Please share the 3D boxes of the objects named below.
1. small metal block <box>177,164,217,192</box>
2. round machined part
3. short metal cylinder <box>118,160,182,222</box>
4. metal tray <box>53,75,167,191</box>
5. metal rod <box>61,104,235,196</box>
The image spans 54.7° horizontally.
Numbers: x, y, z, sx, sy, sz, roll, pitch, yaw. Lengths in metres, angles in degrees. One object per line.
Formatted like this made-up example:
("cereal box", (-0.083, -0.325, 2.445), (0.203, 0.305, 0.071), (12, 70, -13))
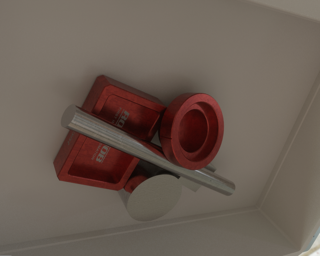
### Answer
("small metal block", (0.051, 0.065, 0.476), (0.050, 0.025, 0.050), (-49, 129, 6))
("round machined part", (0.036, 0.003, 0.403), (0.099, 0.042, 0.097), (-7, 101, -41))
("short metal cylinder", (-0.017, 0.083, 0.433), (0.081, 0.050, 0.079), (-14, 125, -21))
("metal tray", (-0.060, 0.011, 0.378), (0.091, 0.030, 0.129), (20, 108, -36))
("metal rod", (0.010, 0.043, 0.403), (0.301, 0.025, 0.025), (29, 102, -40))
